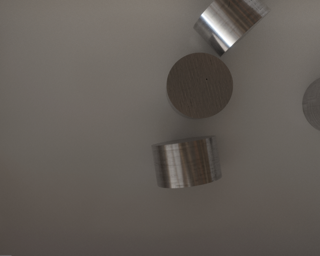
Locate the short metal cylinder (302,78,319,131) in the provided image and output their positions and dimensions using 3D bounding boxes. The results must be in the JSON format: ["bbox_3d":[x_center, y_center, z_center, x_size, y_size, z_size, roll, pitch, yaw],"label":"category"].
[{"bbox_3d":[0.236,-0.032,0.400,0.081,0.050,0.080,0,90,0],"label":"short metal cylinder"}]

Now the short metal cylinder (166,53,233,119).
[{"bbox_3d":[0.048,-0.052,0.399,0.081,0.050,0.080,0,90,0],"label":"short metal cylinder"}]

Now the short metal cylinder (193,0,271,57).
[{"bbox_3d":[0.088,-0.134,0.384,0.080,0.080,0.050,-42,90,0],"label":"short metal cylinder"}]

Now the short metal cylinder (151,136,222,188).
[{"bbox_3d":[0.033,0.040,0.384,0.080,0.080,0.050,-9,90,0],"label":"short metal cylinder"}]
